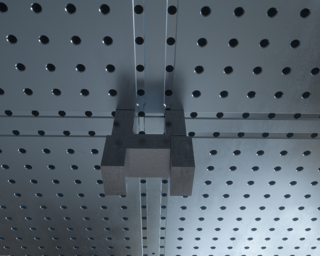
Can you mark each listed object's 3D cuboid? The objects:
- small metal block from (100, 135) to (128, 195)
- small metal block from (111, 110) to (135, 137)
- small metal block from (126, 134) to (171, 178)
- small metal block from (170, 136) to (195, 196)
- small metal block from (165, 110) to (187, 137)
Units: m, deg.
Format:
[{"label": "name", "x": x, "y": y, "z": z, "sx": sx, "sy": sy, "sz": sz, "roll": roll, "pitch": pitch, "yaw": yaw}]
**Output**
[{"label": "small metal block", "x": -0.051, "y": 0.044, "z": 0.365, "sx": 0.025, "sy": 0.050, "sz": 0.050, "roll": 1, "pitch": 130, "yaw": -1}, {"label": "small metal block", "x": -0.046, "y": 0.012, "z": 0.403, "sx": 0.025, "sy": 0.050, "sz": 0.050, "roll": 0, "pitch": 130, "yaw": -1}, {"label": "small metal block", "x": -0.014, "y": 0.034, "z": 0.376, "sx": 0.050, "sy": 0.025, "sz": 0.050, "roll": 0, "pitch": 130, "yaw": -1}, {"label": "small metal block", "x": 0.025, "y": 0.045, "z": 0.366, "sx": 0.025, "sy": 0.050, "sz": 0.050, "roll": 1, "pitch": 130, "yaw": -1}, {"label": "small metal block", "x": 0.019, "y": 0.012, "z": 0.405, "sx": 0.025, "sy": 0.050, "sz": 0.050, "roll": -1, "pitch": 130, "yaw": 0}]
